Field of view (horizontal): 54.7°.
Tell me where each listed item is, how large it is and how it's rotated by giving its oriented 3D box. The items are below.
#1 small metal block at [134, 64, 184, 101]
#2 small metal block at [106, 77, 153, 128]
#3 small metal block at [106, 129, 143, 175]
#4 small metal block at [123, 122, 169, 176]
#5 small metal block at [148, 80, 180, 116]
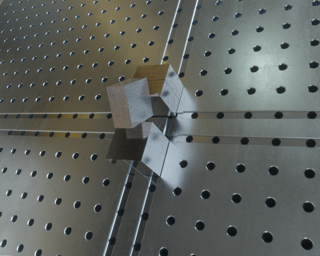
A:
[{"bbox_3d":[-0.002,-0.062,0.429,0.050,0.050,0.025,2,63,29],"label":"small metal block"},{"bbox_3d":[-0.035,-0.031,0.375,0.025,0.050,0.050,0,19,29],"label":"small metal block"},{"bbox_3d":[-0.037,0.026,0.394,0.025,0.050,0.050,1,63,29],"label":"small metal block"},{"bbox_3d":[-0.016,0.026,0.381,0.025,0.050,0.050,1,63,29],"label":"small metal block"},{"bbox_3d":[-0.008,-0.039,0.419,0.050,0.050,0.025,2,63,29],"label":"small metal block"}]
